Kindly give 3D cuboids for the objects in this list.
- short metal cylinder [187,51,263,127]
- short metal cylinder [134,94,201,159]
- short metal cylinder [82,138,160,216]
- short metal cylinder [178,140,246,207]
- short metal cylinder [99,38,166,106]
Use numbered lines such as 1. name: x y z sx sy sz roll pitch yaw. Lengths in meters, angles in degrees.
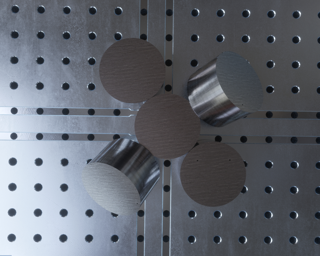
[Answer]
1. short metal cylinder: 0.080 -0.047 0.382 0.081 0.050 0.080 16 61 -31
2. short metal cylinder: 0.009 -0.002 0.401 0.081 0.050 0.079 0 90 -1
3. short metal cylinder: -0.047 0.060 0.380 0.080 0.050 0.079 15 127 21
4. short metal cylinder: 0.065 0.056 0.402 0.081 0.050 0.079 0 90 -1
5. short metal cylinder: -0.034 -0.070 0.400 0.081 0.050 0.079 0 90 -1
